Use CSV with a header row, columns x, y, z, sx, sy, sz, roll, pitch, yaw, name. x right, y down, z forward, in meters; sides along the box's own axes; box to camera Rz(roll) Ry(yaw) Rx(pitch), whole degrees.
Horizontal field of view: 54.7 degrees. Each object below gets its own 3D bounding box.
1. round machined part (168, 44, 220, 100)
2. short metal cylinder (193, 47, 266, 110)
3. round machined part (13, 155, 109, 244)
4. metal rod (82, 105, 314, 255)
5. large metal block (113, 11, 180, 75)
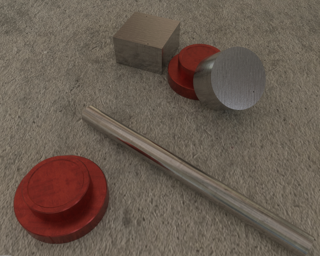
x,y,z,sx,sy,sz,roll,pitch,yaw,name
0.061,-0.091,0.469,0.099,0.042,0.098,0,50,0,round machined part
0.092,-0.064,0.414,0.081,0.050,0.079,-1,92,-19,short metal cylinder
-0.107,0.069,0.334,0.099,0.042,0.098,0,50,0,round machined part
0.025,0.049,0.361,0.300,0.025,0.025,30,56,22,metal rod
-0.019,-0.139,0.504,0.080,0.050,0.080,17,52,14,large metal block
